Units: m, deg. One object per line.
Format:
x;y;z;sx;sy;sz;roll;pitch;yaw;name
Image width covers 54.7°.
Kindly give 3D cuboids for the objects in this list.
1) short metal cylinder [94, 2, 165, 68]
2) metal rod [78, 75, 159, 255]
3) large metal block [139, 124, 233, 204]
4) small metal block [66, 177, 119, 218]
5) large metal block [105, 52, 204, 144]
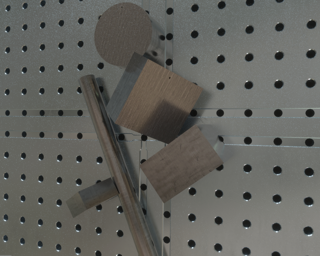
-0.039;-0.118;0.412;0.080;0.050;0.079;0;90;19;short metal cylinder
-0.054;0.067;0.430;0.025;0.025;0.299;-23;83;18;metal rod
0.035;0.039;0.371;0.080;0.080;0.050;-37;78;16;large metal block
-0.092;0.095;0.421;0.050;0.050;0.025;-38;76;47;small metal block
-0.008;-0.035;0.379;0.080;0.080;0.050;-62;30;10;large metal block
